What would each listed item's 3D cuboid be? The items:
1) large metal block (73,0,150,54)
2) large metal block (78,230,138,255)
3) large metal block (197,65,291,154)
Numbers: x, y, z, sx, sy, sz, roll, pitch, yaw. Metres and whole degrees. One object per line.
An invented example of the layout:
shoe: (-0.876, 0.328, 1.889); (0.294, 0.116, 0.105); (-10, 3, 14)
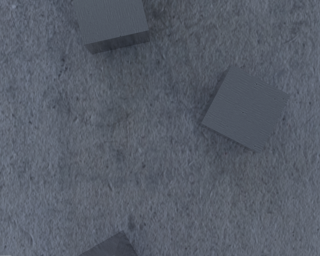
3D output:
large metal block: (-0.062, -0.148, 0.397); (0.080, 0.050, 0.080); (-13, 90, -1)
large metal block: (-0.073, 0.181, 0.382); (0.080, 0.080, 0.050); (-30, 90, 0)
large metal block: (0.104, -0.023, 0.399); (0.080, 0.050, 0.080); (27, 90, -1)
